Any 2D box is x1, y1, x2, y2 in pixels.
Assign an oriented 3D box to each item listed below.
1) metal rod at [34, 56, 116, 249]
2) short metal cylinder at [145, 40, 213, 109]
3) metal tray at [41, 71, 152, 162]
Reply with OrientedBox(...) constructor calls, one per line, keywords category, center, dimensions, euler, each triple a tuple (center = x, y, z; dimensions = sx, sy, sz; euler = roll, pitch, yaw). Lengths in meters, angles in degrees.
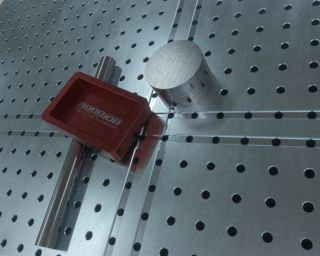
OrientedBox(category="metal rod", center=(-0.116, 0.019, 0.455), dimensions=(0.025, 0.025, 0.300), euler=(-2, 61, 27))
OrientedBox(category="short metal cylinder", center=(0.026, -0.072, 0.422), dimensions=(0.080, 0.050, 0.080), euler=(-13, 57, 20))
OrientedBox(category="metal tray", center=(-0.089, -0.020, 0.438), dimensions=(0.130, 0.030, 0.090), euler=(24, 69, 22))
